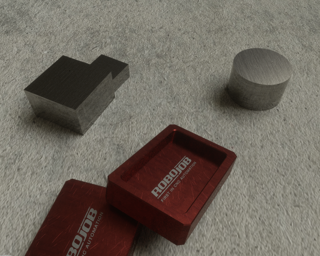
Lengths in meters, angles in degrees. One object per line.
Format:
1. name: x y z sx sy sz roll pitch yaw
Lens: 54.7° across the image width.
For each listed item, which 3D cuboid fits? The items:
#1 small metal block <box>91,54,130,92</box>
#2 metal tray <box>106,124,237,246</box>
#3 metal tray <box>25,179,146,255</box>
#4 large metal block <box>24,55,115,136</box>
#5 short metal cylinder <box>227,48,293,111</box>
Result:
1. small metal block: -0.082 -0.081 0.471 0.050 0.025 0.050 24 54 18
2. metal tray: 0.017 0.050 0.332 0.090 0.030 0.131 26 37 20
3. metal tray: -0.074 0.120 0.299 0.090 0.030 0.130 13 51 10
4. large metal block: -0.120 -0.047 0.426 0.080 0.050 0.080 21 53 16
5. short metal cylinder: 0.142 -0.071 0.448 0.081 0.050 0.080 0 50 0
